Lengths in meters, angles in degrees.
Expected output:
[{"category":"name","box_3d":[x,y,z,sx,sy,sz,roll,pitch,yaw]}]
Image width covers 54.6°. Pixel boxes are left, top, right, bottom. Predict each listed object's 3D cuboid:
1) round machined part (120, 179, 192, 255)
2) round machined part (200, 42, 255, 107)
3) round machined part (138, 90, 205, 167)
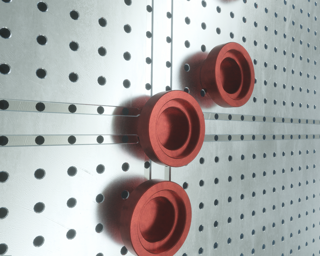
[{"category":"round machined part","box_3d":[-0.009,0.112,0.390,0.099,0.042,0.097,0,90,-40]},{"category":"round machined part","box_3d":[0.101,-0.080,0.481,0.099,0.042,0.097,0,90,-40]},{"category":"round machined part","box_3d":[0.011,0.001,0.406,0.099,0.042,0.097,0,90,-40]}]
